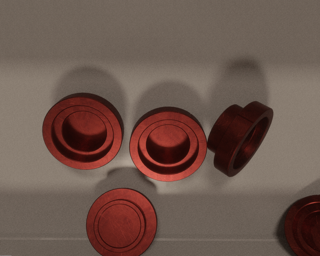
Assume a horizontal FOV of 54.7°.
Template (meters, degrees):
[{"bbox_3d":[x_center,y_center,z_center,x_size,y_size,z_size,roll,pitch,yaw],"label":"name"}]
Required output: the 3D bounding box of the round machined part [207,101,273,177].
[{"bbox_3d":[0.096,0.009,0.388,0.042,0.099,0.097,34,111,28],"label":"round machined part"}]

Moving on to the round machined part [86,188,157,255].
[{"bbox_3d":[-0.053,0.133,0.427,0.099,0.042,0.098,0,79,0],"label":"round machined part"}]

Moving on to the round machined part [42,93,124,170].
[{"bbox_3d":[-0.096,0.001,0.401,0.099,0.042,0.097,0,110,-1],"label":"round machined part"}]

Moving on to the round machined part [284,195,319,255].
[{"bbox_3d":[0.233,0.148,0.439,0.098,0.098,0.042,-39,137,13],"label":"round machined part"}]

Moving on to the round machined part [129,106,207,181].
[{"bbox_3d":[0.010,0.018,0.409,0.099,0.042,0.097,0,110,-1],"label":"round machined part"}]
